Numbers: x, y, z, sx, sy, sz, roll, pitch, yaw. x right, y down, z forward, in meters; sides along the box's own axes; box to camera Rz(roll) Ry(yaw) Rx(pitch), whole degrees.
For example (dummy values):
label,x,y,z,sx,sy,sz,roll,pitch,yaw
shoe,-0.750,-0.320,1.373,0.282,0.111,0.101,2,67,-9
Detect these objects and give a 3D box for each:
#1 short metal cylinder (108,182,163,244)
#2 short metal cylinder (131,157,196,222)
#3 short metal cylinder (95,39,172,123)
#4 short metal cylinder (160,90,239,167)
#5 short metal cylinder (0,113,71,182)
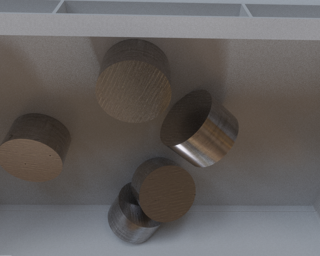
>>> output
label,x,y,z,sx,sy,sz,roll,pitch,yaw
short metal cylinder,-0.035,0.131,0.483,0.081,0.080,0.050,19,129,-16
short metal cylinder,0.004,0.086,0.442,0.081,0.050,0.079,-2,98,-17
short metal cylinder,-0.028,-0.052,0.348,0.081,0.050,0.079,0,130,0
short metal cylinder,0.046,0.001,0.374,0.080,0.080,0.050,-37,121,27
short metal cylinder,-0.165,0.027,0.413,0.081,0.050,0.079,0,130,0
